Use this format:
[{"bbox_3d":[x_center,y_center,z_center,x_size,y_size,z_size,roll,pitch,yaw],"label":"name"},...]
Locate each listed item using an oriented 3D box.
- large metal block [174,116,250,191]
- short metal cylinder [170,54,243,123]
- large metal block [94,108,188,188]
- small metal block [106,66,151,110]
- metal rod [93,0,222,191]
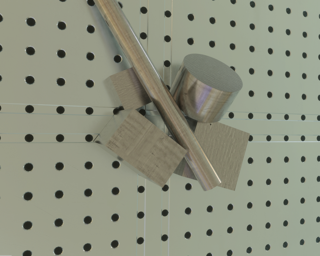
[{"bbox_3d":[0.066,0.034,0.424,0.081,0.050,0.080,19,84,-20],"label":"large metal block"},{"bbox_3d":[0.058,-0.052,0.399,0.081,0.080,0.050,9,131,-20],"label":"short metal cylinder"},{"bbox_3d":[-0.027,0.022,0.374,0.080,0.080,0.050,39,78,-16],"label":"large metal block"},{"bbox_3d":[-0.035,-0.051,0.401,0.050,0.025,0.050,-26,99,-19],"label":"small metal block"},{"bbox_3d":[-0.011,-0.060,0.377,0.025,0.025,0.299,-30,89,-18],"label":"metal rod"}]
